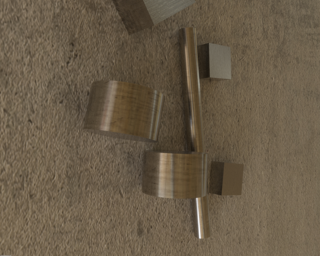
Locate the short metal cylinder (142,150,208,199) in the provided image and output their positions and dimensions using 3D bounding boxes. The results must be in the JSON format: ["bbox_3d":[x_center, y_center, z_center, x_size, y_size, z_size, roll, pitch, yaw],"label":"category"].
[{"bbox_3d":[0.019,0.055,0.384,0.081,0.080,0.050,4,88,-40],"label":"short metal cylinder"}]

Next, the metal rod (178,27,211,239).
[{"bbox_3d":[0.051,0.010,0.446,0.025,0.025,0.298,-8,95,-40],"label":"metal rod"}]

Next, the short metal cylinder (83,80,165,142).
[{"bbox_3d":[-0.038,-0.015,0.337,0.081,0.080,0.050,15,81,-39],"label":"short metal cylinder"}]

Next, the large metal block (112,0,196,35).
[{"bbox_3d":[-0.013,-0.171,0.377,0.080,0.050,0.080,-40,115,-32],"label":"large metal block"}]

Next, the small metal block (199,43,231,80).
[{"bbox_3d":[0.083,-0.099,0.474,0.050,0.025,0.050,-3,92,-40],"label":"small metal block"}]

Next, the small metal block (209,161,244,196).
[{"bbox_3d":[0.106,0.080,0.494,0.050,0.025,0.050,10,84,-40],"label":"small metal block"}]
